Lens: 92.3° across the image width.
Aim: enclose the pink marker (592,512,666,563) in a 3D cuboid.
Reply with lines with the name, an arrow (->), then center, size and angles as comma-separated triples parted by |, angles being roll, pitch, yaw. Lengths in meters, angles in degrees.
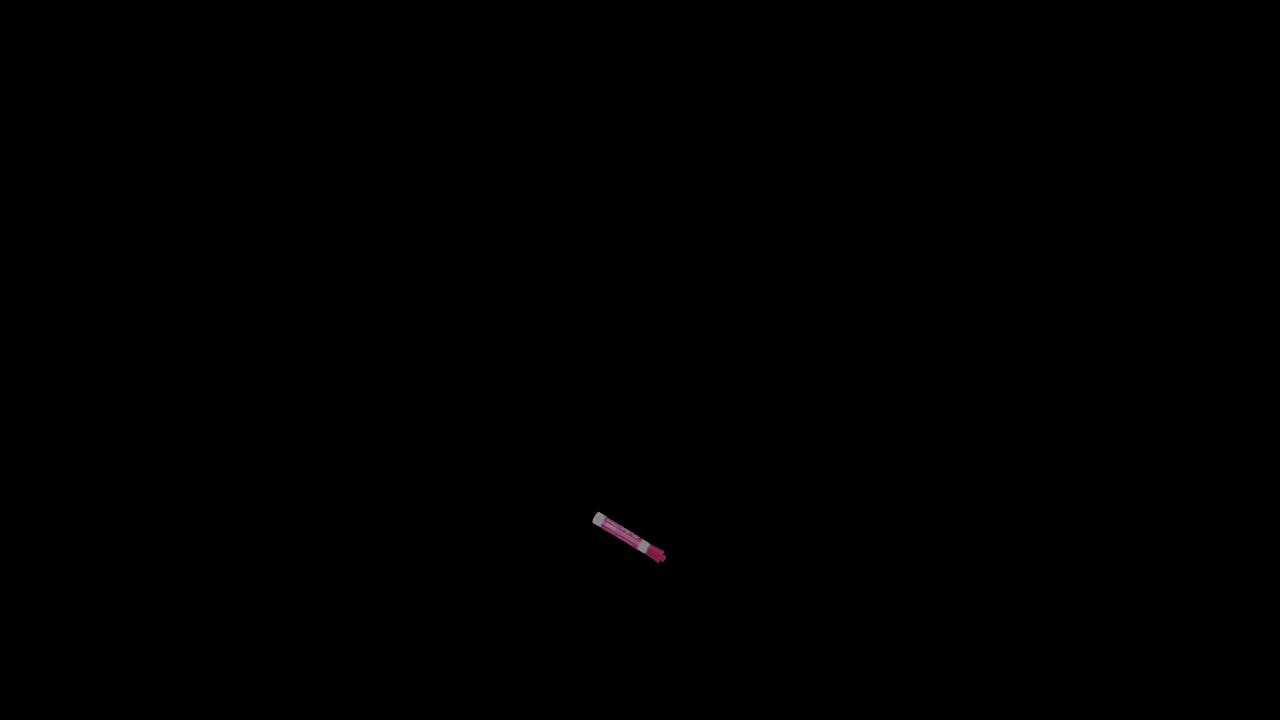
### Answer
pink marker -> -0.015, 0.263, 0.911 | 0.121, 0.020, 0.020 | 27, 8, 15
